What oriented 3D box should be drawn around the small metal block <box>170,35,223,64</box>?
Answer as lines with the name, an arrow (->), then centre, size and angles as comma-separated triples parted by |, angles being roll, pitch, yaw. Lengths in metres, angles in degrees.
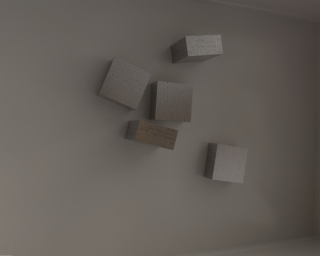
small metal block -> 0.048, -0.105, 0.415 | 0.050, 0.050, 0.025 | -9, 93, -20

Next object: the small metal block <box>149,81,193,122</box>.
small metal block -> 0.015, -0.034, 0.416 | 0.050, 0.025, 0.050 | 4, 89, -20

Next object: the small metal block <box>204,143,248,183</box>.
small metal block -> 0.095, 0.050, 0.445 | 0.050, 0.025, 0.050 | 10, 87, -20

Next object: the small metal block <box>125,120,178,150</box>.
small metal block -> -0.012, 0.009, 0.393 | 0.050, 0.050, 0.025 | 15, 85, -20

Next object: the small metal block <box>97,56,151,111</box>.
small metal block -> -0.046, -0.055, 0.393 | 0.050, 0.025, 0.050 | 24, 82, -19
